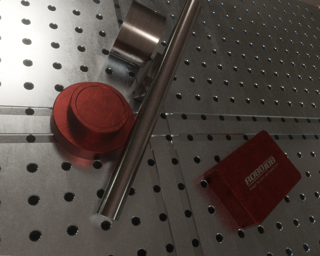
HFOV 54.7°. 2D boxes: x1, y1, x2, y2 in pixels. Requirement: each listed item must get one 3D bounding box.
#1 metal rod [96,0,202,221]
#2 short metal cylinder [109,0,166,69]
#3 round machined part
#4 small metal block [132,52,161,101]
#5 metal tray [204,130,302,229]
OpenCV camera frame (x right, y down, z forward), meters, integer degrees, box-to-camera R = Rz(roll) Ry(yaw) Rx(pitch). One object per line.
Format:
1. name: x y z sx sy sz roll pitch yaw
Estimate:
1. metal rod: -0.005 -0.038 0.376 0.025 0.025 0.300 26 69 -13
2. short metal cylinder: -0.032 -0.131 0.437 0.050 0.080 0.080 24 53 -15
3. round machined part: -0.075 -0.015 0.367 0.099 0.042 0.098 14 56 -21
4. small metal block: -0.010 -0.068 0.430 0.025 0.050 0.050 29 52 -11
5. metal tray: 0.135 0.068 0.439 0.131 0.030 0.090 -28 78 -38
